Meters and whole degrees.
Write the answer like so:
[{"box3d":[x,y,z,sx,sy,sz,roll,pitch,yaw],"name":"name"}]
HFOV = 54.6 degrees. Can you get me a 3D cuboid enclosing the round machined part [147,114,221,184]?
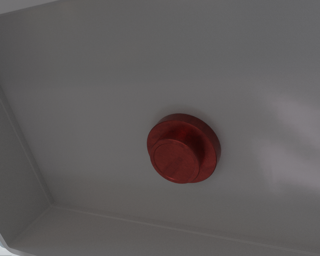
[{"box3d":[0.026,0.034,0.405,0.098,0.042,0.097,13,124,21],"name":"round machined part"}]
